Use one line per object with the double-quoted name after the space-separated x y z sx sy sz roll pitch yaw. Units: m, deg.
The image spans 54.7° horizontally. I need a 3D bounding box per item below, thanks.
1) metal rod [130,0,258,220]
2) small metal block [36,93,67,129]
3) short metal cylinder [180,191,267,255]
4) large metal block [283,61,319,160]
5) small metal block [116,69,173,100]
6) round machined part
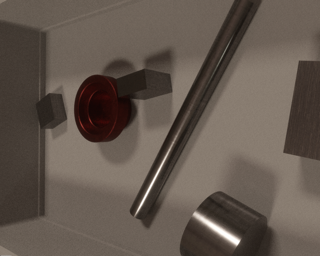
0.031 -0.008 0.379 0.025 0.025 0.298 39 114 33 "metal rod"
-0.200 -0.030 0.568 0.050 0.025 0.050 -26 74 36 "small metal block"
0.066 0.112 0.316 0.050 0.081 0.079 27 107 36 "short metal cylinder"
0.159 -0.011 0.259 0.080 0.050 0.079 12 98 39 "large metal block"
-0.020 -0.056 0.405 0.050 0.050 0.025 -11 83 39 "small metal block"
-0.081 -0.028 0.460 0.098 0.042 0.097 0 90 39 "round machined part"
